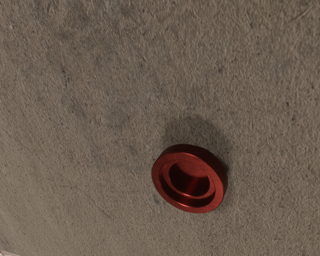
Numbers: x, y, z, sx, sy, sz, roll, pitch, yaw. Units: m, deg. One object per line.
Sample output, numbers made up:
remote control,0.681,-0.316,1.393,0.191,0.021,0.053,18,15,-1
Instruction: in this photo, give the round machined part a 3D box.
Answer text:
round machined part,0.042,0.062,0.411,0.098,0.042,0.097,13,124,20
